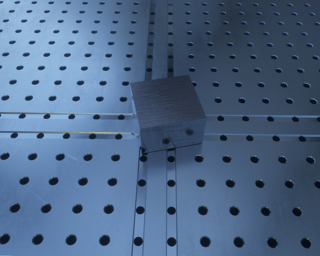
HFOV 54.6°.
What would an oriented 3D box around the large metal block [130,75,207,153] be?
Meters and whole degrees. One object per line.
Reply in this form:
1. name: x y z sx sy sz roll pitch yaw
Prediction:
1. large metal block: 0.008 -0.020 0.407 0.080 0.050 0.080 -9 51 -8
